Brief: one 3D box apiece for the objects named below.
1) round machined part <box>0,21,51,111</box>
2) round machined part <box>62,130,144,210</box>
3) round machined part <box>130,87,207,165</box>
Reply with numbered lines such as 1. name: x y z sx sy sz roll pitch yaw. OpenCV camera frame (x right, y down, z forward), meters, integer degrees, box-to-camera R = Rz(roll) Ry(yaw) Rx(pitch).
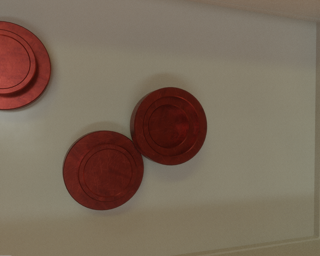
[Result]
1. round machined part: -0.171 -0.068 0.338 0.099 0.042 0.097 0 90 -20
2. round machined part: -0.066 0.052 0.377 0.099 0.042 0.097 0 90 -20
3. round machined part: 0.008 -0.002 0.404 0.099 0.042 0.097 0 89 -21
